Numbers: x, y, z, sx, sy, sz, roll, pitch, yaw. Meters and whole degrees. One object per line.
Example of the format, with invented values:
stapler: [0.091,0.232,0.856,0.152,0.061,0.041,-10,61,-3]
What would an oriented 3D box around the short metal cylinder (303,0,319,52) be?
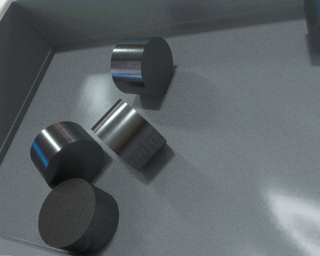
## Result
short metal cylinder: [0.205,-0.126,0.340,0.080,0.080,0.050,-8,58,24]

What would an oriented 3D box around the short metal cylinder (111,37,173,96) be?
short metal cylinder: [-0.023,-0.087,0.436,0.050,0.080,0.080,8,66,32]

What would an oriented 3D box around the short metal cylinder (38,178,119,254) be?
short metal cylinder: [-0.097,0.107,0.375,0.080,0.050,0.080,-13,56,21]

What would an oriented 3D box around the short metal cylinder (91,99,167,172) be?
short metal cylinder: [-0.038,0.009,0.385,0.050,0.080,0.080,-48,51,-5]

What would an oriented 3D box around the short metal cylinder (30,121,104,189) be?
short metal cylinder: [-0.122,0.038,0.412,0.080,0.080,0.050,-48,51,-5]
